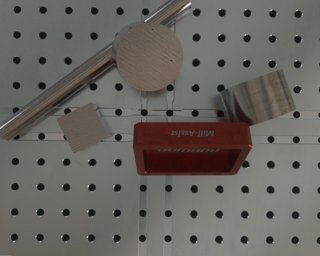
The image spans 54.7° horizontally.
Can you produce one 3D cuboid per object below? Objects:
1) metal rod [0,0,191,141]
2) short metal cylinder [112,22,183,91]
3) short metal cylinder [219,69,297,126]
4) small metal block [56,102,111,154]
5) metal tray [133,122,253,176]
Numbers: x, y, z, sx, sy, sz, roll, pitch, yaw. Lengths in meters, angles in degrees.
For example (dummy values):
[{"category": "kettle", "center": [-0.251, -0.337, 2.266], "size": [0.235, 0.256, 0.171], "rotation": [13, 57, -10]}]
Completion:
[{"category": "metal rod", "center": [-0.087, -0.082, 0.412], "size": [0.301, 0.025, 0.025], "rotation": [-36, 90, 0]}, {"category": "short metal cylinder", "center": [-0.017, -0.090, 0.386], "size": [0.081, 0.050, 0.079], "rotation": [-5, 111, -14]}, {"category": "short metal cylinder", "center": [0.121, -0.035, 0.387], "size": [0.080, 0.080, 0.050], "rotation": [-20, 90, 0]}, {"category": "small metal block", "center": [-0.100, 0.000, 0.412], "size": [0.050, 0.025, 0.050], "rotation": [-26, 90, 0]}, {"category": "metal tray", "center": [0.036, 0.028, 0.379], "size": [0.131, 0.090, 0.030], "rotation": [0, 60, 0]}]
